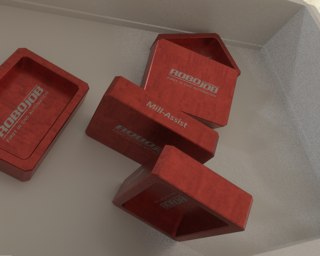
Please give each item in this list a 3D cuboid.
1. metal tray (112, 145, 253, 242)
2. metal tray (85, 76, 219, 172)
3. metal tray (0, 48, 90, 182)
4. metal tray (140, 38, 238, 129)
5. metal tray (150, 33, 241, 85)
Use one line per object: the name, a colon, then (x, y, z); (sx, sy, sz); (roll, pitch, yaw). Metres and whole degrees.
metal tray: (0.014, 0.071, 0.302); (0.090, 0.129, 0.030); (33, 58, -8)
metal tray: (-0.012, 0.007, 0.354); (0.131, 0.090, 0.030); (30, 52, -10)
metal tray: (-0.147, -0.019, 0.335); (0.090, 0.030, 0.130); (30, 52, -9)
metal tray: (0.042, -0.061, 0.443); (0.131, 0.030, 0.090); (18, 77, -18)
metal tray: (0.060, -0.109, 0.503); (0.131, 0.030, 0.090); (-13, 68, -34)
